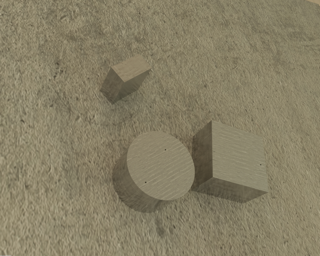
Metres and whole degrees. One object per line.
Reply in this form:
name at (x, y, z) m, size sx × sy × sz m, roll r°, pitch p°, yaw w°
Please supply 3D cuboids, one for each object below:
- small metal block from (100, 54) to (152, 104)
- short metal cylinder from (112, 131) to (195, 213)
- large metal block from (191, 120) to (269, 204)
small metal block at (-0.045, -0.063, 0.402) m, size 0.025 × 0.050 × 0.050 m, roll 49°, pitch 51°, yaw 6°
short metal cylinder at (-0.008, 0.050, 0.353) m, size 0.081 × 0.050 × 0.080 m, roll 14°, pitch 56°, yaw -21°
large metal block at (0.090, 0.046, 0.408) m, size 0.081 × 0.050 × 0.080 m, roll 18°, pitch 55°, yaw -18°
